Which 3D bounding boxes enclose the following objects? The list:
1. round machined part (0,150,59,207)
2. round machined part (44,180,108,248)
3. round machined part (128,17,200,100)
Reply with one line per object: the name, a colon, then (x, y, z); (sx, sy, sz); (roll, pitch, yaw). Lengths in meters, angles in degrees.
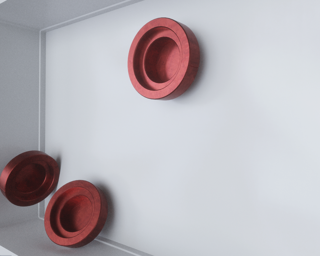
round machined part: (-0.234, 0.085, 0.548); (0.042, 0.099, 0.097); (22, 104, 37)
round machined part: (-0.123, 0.133, 0.476); (0.098, 0.042, 0.098); (-10, 59, 17)
round machined part: (0.009, -0.083, 0.387); (0.098, 0.042, 0.097); (0, 90, 39)
